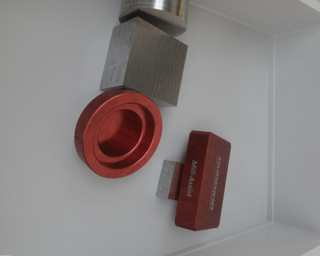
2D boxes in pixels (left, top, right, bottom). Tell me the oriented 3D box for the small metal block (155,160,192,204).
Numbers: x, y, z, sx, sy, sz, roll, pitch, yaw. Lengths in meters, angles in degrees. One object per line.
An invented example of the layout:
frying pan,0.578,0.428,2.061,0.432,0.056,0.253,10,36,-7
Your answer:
small metal block,0.026,0.075,0.431,0.050,0.025,0.050,22,76,-38

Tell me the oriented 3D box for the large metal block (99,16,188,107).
large metal block,-0.018,-0.074,0.377,0.080,0.050,0.080,18,79,-39

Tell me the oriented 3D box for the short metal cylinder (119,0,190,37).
short metal cylinder,-0.005,-0.147,0.368,0.081,0.080,0.050,12,83,-40

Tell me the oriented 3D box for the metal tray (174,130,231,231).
metal tray,0.065,0.076,0.443,0.090,0.030,0.129,24,74,-57

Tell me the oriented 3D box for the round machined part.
round machined part,-0.049,0.003,0.344,0.099,0.042,0.097,-18,120,-33
